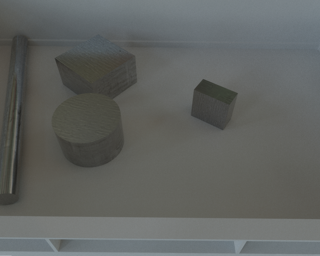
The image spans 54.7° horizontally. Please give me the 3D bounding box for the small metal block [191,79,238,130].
[{"bbox_3d":[0.072,-0.031,0.416,0.050,0.050,0.025,27,55,20],"label":"small metal block"}]

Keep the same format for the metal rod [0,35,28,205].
[{"bbox_3d":[-0.202,-0.034,0.431,0.025,0.025,0.300,-10,51,-9],"label":"metal rod"}]

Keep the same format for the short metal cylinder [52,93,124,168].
[{"bbox_3d":[-0.087,0.002,0.386,0.081,0.050,0.080,0,50,0],"label":"short metal cylinder"}]

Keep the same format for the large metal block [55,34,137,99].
[{"bbox_3d":[-0.092,-0.085,0.459,0.080,0.050,0.080,35,58,25],"label":"large metal block"}]
